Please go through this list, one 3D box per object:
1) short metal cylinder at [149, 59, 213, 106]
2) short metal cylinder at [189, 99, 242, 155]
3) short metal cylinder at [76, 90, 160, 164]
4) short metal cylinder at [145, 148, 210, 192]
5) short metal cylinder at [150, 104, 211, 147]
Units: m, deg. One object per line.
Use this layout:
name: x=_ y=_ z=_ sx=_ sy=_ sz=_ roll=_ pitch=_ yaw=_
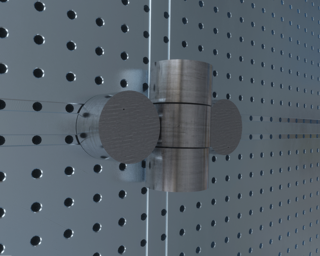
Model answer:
short metal cylinder: x=0.027 y=-0.053 z=0.397 sx=0.081 sy=0.080 sz=0.050 roll=3 pitch=88 yaw=-40
short metal cylinder: x=0.077 y=-0.001 z=0.459 sx=0.081 sy=0.050 sz=0.079 roll=0 pitch=90 yaw=-40
short metal cylinder: x=-0.047 y=-0.001 z=0.354 sx=0.081 sy=0.050 sz=0.079 roll=0 pitch=90 yaw=-40
short metal cylinder: x=0.022 y=0.049 z=0.393 sx=0.081 sy=0.080 sz=0.050 roll=2 pitch=89 yaw=-40
short metal cylinder: x=0.025 y=-0.002 z=0.395 sx=0.081 sy=0.080 sz=0.050 roll=2 pitch=89 yaw=-40
